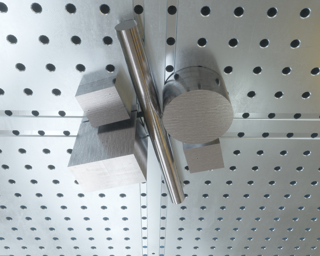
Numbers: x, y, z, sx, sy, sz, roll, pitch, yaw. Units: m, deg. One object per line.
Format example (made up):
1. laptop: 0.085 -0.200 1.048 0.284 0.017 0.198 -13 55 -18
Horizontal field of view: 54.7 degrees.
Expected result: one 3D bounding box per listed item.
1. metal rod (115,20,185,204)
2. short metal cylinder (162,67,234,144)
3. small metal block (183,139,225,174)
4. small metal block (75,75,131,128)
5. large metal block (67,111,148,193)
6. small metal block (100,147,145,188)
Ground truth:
1. metal rod: -0.003 0.004 0.415 0.025 0.025 0.298 -10 130 8
2. short metal cylinder: 0.043 -0.026 0.373 0.081 0.050 0.079 0 130 0
3. small metal block: 0.062 0.035 0.443 0.050 0.025 0.050 -11 130 9
4. small metal block: -0.068 -0.032 0.383 0.050 0.025 0.050 -14 129 10
5. large metal block: -0.062 0.030 0.398 0.080 0.080 0.050 -12 129 9
6. small metal block: -0.055 0.059 0.461 0.050 0.025 0.050 -12 129 9
